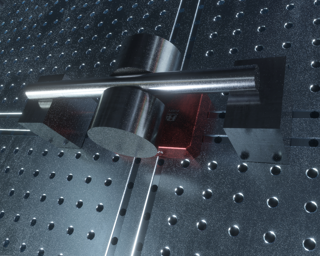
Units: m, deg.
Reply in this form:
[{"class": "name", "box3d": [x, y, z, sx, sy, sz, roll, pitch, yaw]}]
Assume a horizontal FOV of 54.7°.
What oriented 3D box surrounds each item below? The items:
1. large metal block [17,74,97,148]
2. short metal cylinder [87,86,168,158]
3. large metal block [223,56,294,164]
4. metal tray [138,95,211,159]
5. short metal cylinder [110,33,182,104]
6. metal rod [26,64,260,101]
[{"class": "large metal block", "box3d": [-0.149, -0.023, 0.464, 0.050, 0.080, 0.080, 1, 62, 29]}, {"class": "short metal cylinder", "box3d": [-0.036, -0.004, 0.356, 0.080, 0.080, 0.050, 1, 62, 28]}, {"class": "large metal block", "box3d": [0.107, -0.016, 0.325, 0.050, 0.080, 0.080, 1, 62, 29]}, {"class": "metal tray", "box3d": [-0.006, -0.010, 0.414, 0.130, 0.030, 0.090, 2, 62, 29]}, {"class": "short metal cylinder", "box3d": [-0.017, -0.071, 0.387, 0.080, 0.080, 0.050, 1, 62, 28]}, {"class": "metal rod", "box3d": [-0.043, -0.048, 0.357, 0.300, 0.025, 0.025, 1, 62, 28]}]
